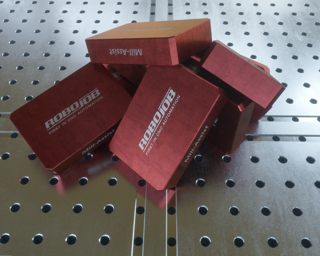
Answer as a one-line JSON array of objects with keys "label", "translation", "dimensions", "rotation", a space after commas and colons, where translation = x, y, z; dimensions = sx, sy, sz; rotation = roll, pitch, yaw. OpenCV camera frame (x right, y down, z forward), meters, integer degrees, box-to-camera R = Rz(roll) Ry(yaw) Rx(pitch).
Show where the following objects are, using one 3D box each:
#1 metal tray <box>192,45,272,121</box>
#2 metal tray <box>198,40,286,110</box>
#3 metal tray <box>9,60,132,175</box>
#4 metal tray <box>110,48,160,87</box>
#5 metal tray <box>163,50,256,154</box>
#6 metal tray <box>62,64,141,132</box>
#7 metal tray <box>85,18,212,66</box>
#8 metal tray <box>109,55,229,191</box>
[{"label": "metal tray", "translation": [0.091, -0.072, 0.437], "dimensions": [0.131, 0.030, 0.090], "rotation": [21, 50, -9]}, {"label": "metal tray", "translation": [0.098, -0.071, 0.383], "dimensions": [0.090, 0.030, 0.130], "rotation": [34, 20, 1]}, {"label": "metal tray", "translation": [-0.104, -0.016, 0.388], "dimensions": [0.130, 0.030, 0.090], "rotation": [-38, 75, -14]}, {"label": "metal tray", "translation": [-0.005, -0.109, 0.472], "dimensions": [0.131, 0.030, 0.090], "rotation": [-26, 56, -38]}, {"label": "metal tray", "translation": [0.051, -0.034, 0.396], "dimensions": [0.130, 0.090, 0.030], "rotation": [37, 60, 27]}, {"label": "metal tray", "translation": [-0.081, -0.048, 0.443], "dimensions": [0.090, 0.030, 0.131], "rotation": [32, 57, 24]}, {"label": "metal tray", "translation": [-0.014, -0.106, 0.379], "dimensions": [0.130, 0.030, 0.090], "rotation": [10, 33, 34]}, {"label": "metal tray", "translation": [0.006, -0.006, 0.353], "dimensions": [0.090, 0.129, 0.030], "rotation": [36, 17, 25]}]
